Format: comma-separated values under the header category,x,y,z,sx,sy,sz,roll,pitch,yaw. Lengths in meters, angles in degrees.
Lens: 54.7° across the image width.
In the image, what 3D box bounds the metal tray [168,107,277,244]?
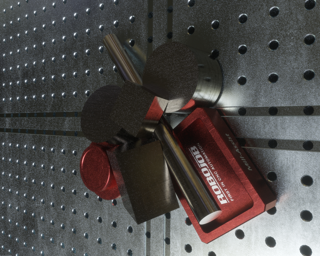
category,x,y,z,sx,sy,sz,roll,pitch,yaw
metal tray,0.056,0.052,0.355,0.090,0.030,0.130,-44,64,31

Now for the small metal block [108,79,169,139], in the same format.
category,x,y,z,sx,sy,sz,roll,pitch,yaw
small metal block,-0.025,-0.021,0.356,0.050,0.025,0.050,33,102,35

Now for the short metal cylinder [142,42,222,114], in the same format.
category,x,y,z,sx,sy,sz,roll,pitch,yaw
short metal cylinder,0.026,-0.057,0.367,0.080,0.050,0.079,0,90,40

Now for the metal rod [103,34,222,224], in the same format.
category,x,y,z,sx,sy,sz,roll,pitch,yaw
metal rod,-0.012,-0.022,0.382,0.025,0.025,0.299,-50,51,28

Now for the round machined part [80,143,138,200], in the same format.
category,x,y,z,sx,sy,sz,roll,pitch,yaw
round machined part,-0.082,0.058,0.460,0.098,0.042,0.097,0,90,40

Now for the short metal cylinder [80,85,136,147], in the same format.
category,x,y,z,sx,sy,sz,roll,pitch,yaw
short metal cylinder,-0.061,-0.013,0.424,0.080,0.050,0.080,-10,69,28

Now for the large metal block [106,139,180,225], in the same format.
category,x,y,z,sx,sy,sz,roll,pitch,yaw
large metal block,-0.024,0.059,0.374,0.080,0.050,0.080,179,74,-73
